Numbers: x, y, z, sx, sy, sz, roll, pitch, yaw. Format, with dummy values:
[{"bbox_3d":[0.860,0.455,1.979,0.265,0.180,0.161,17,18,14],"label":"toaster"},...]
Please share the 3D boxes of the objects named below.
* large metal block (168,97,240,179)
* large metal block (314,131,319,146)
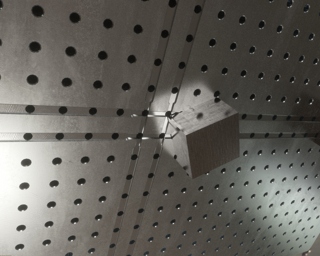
[{"bbox_3d":[0.064,0.014,0.441,0.081,0.050,0.080,-23,127,-15],"label":"large metal block"},{"bbox_3d":[0.355,0.013,0.582,0.050,0.080,0.079,0,118,-29],"label":"large metal block"}]
